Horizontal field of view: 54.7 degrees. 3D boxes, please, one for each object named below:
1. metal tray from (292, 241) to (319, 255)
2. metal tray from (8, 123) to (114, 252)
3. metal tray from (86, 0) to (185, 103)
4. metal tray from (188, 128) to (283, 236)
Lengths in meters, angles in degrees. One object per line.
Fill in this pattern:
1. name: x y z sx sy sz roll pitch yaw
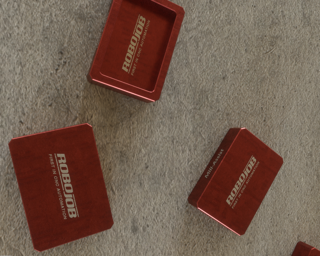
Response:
1. metal tray: 0.235 0.261 0.493 0.090 0.030 0.130 33 79 -17
2. metal tray: -0.114 0.066 0.364 0.091 0.030 0.129 -13 95 -20
3. metal tray: -0.030 -0.107 0.395 0.091 0.030 0.129 18 84 -19
4. metal tray: 0.111 0.075 0.447 0.090 0.030 0.130 37 78 -17
